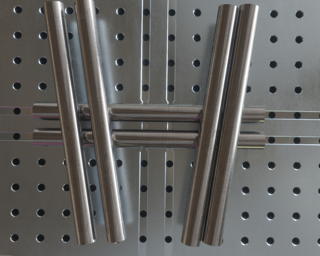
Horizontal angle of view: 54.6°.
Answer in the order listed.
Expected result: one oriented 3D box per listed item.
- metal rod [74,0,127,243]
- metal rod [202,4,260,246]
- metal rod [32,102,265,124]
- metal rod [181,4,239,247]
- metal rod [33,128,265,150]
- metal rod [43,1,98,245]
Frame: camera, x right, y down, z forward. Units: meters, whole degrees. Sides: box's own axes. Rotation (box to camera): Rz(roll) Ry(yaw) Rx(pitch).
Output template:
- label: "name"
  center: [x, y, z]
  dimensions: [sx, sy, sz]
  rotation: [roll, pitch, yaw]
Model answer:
- label: "metal rod"
  center: [-0.074, -0.009, 0.389]
  dimensions: [0.025, 0.025, 0.298]
  rotation: [-8, 90, 0]
- label: "metal rod"
  center: [0.089, -0.004, 0.390]
  dimensions: [0.025, 0.025, 0.298]
  rotation: [9, 90, 0]
- label: "metal rod"
  center: [-0.014, -0.020, 0.414]
  dimensions: [0.302, 0.025, 0.025]
  rotation: [1, 90, 0]
- label: "metal rod"
  center: [0.062, -0.003, 0.389]
  dimensions: [0.025, 0.025, 0.298]
  rotation: [9, 90, 0]
- label: "metal rod"
  center: [-0.014, 0.015, 0.414]
  dimensions: [0.302, 0.025, 0.025]
  rotation: [1, 90, 0]
- label: "metal rod"
  center: [-0.112, -0.006, 0.388]
  dimensions: [0.025, 0.025, 0.298]
  rotation: [-8, 90, 0]
